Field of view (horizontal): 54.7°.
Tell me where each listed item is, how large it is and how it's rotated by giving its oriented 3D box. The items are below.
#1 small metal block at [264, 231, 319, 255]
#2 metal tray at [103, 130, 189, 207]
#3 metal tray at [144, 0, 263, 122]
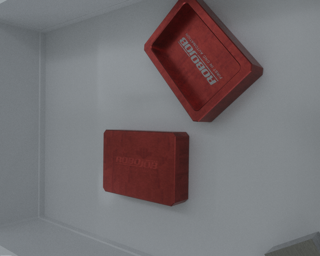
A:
[{"bbox_3d":[0.137,0.133,0.293,0.050,0.025,0.050,-37,67,33],"label":"small metal block"},{"bbox_3d":[-0.023,0.048,0.421,0.130,0.030,0.089,2,91,39],"label":"metal tray"},{"bbox_3d":[0.045,-0.082,0.365,0.090,0.030,0.130,-46,63,30],"label":"metal tray"}]
